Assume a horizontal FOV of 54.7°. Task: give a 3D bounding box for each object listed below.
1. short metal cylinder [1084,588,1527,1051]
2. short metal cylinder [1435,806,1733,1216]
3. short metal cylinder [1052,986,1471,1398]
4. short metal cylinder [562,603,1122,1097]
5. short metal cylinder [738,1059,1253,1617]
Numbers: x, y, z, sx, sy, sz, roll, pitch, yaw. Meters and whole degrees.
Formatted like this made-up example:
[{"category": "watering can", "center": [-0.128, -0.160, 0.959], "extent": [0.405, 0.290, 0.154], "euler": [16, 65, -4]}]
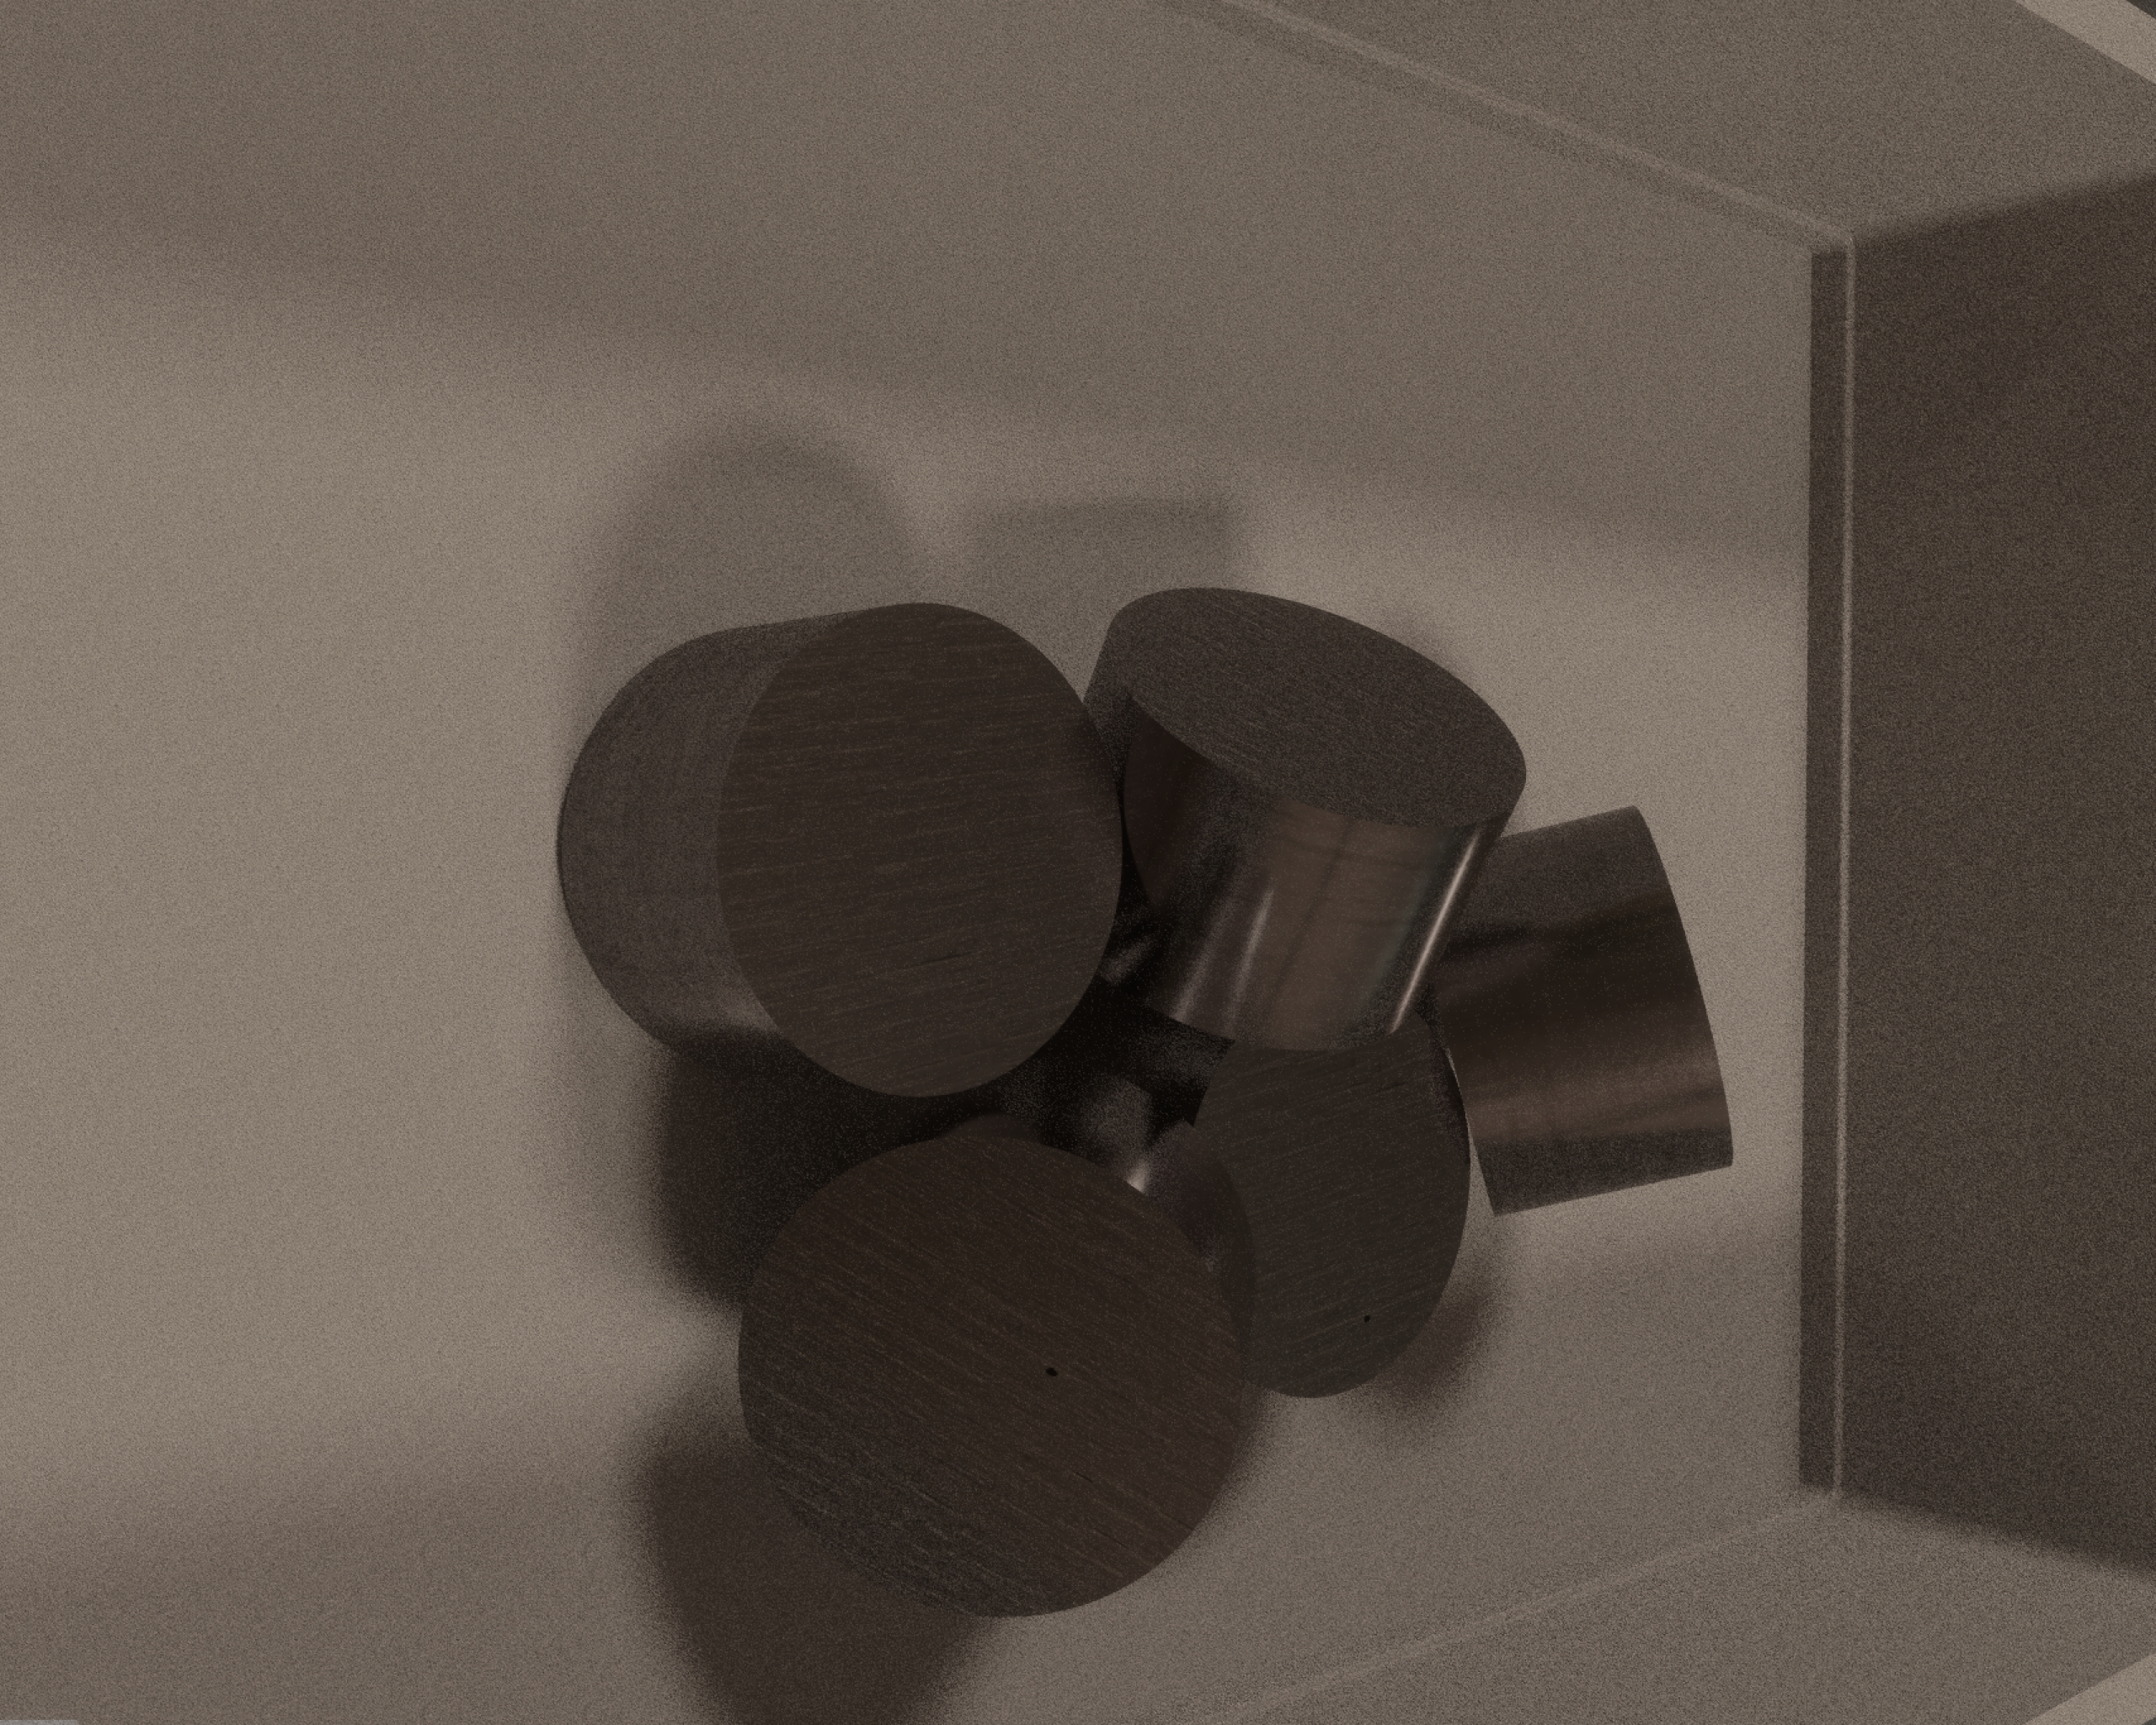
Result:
[{"category": "short metal cylinder", "center": [0.036, -0.010, 0.392], "extent": [0.081, 0.080, 0.050], "euler": [-11, 133, -40]}, {"category": "short metal cylinder", "center": [0.106, 0.032, 0.453], "extent": [0.080, 0.050, 0.080], "euler": [-15, 91, -81]}, {"category": "short metal cylinder", "center": [0.033, 0.062, 0.418], "extent": [0.081, 0.050, 0.079], "euler": [0, 90, -40]}, {"category": "short metal cylinder", "center": [-0.039, -0.002, 0.356], "extent": [0.081, 0.050, 0.079], "euler": [0, 90, -40]}, {"category": "short metal cylinder", "center": [-0.011, 0.078, 0.353], "extent": [0.050, 0.080, 0.079], "euler": [-51, 133, -79]}]
